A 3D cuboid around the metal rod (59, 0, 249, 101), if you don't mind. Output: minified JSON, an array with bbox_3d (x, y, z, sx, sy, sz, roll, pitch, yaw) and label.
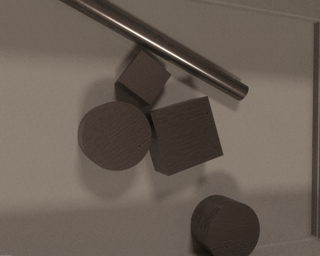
[{"bbox_3d":[-0.007,-0.112,0.408,0.302,0.025,0.025,25,82,-19],"label":"metal rod"}]

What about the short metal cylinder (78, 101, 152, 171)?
[{"bbox_3d":[-0.056,0.009,0.377,0.081,0.050,0.079,0,90,-21],"label":"short metal cylinder"}]

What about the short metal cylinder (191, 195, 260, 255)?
[{"bbox_3d":[0.090,0.138,0.432,0.081,0.050,0.079,0,90,-20],"label":"short metal cylinder"}]

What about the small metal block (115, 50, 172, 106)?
[{"bbox_3d":[-0.022,-0.064,0.403,0.050,0.025,0.050,37,78,-17],"label":"small metal block"}]

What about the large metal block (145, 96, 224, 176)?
[{"bbox_3d":[0.027,0.009,0.408,0.081,0.050,0.080,-18,96,-20],"label":"large metal block"}]
